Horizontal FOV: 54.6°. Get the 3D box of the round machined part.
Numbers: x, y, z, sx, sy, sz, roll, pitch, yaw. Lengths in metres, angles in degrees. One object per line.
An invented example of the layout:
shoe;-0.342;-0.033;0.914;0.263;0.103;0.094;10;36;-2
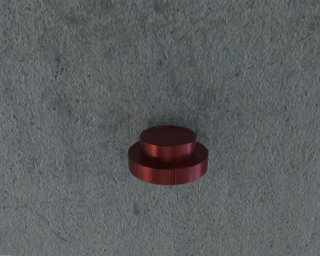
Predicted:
round machined part;0.010;0.027;0.381;0.099;0.098;0.042;0;110;0
